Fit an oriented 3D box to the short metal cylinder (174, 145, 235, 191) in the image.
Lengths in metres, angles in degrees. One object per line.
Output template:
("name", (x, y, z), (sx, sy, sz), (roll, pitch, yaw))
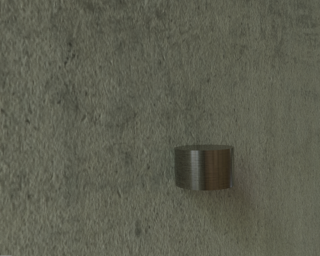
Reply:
("short metal cylinder", (0.060, 0.051, 0.422), (0.081, 0.080, 0.050), (-3, 92, -40))
